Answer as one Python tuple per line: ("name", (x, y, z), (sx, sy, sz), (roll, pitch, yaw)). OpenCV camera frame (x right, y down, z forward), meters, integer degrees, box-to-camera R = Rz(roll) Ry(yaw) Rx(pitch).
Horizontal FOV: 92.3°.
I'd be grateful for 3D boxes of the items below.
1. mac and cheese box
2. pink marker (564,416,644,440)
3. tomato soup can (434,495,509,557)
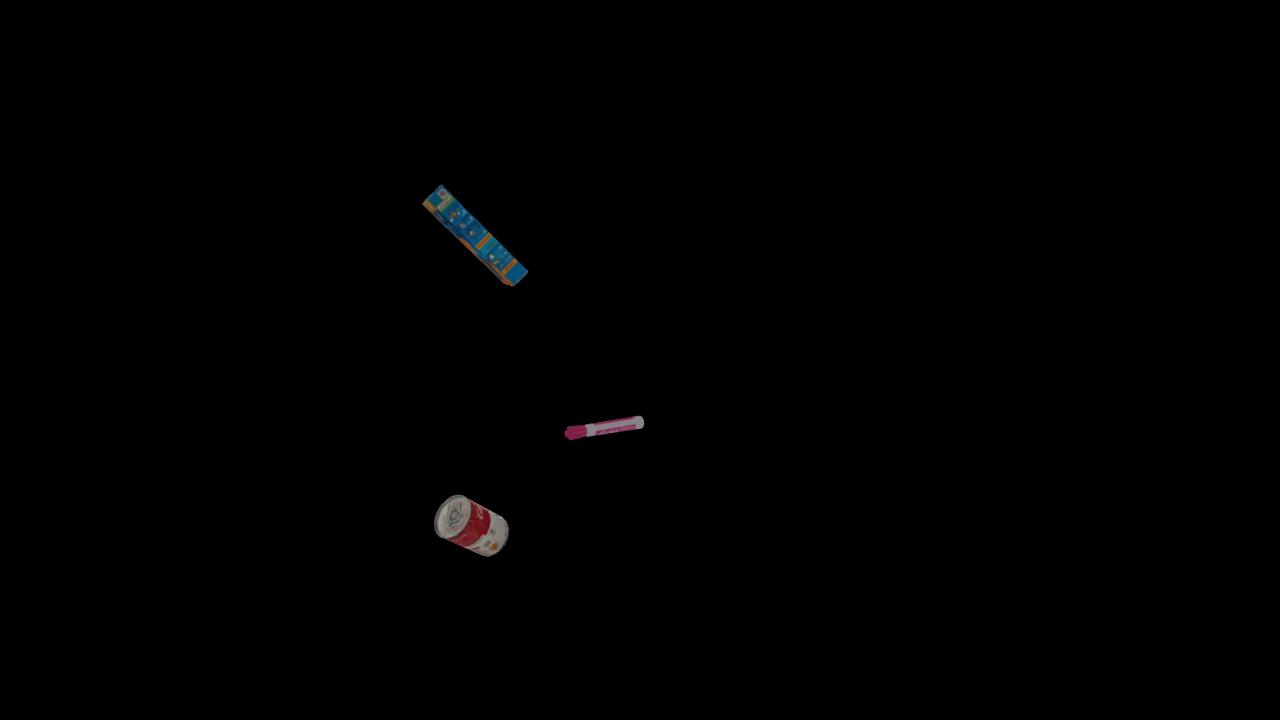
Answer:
("mac and cheese box", (-0.266, -0.198, 0.993), (0.184, 0.041, 0.093), (46, -11, -23))
("pink marker", (-0.049, 0.093, 0.848), (0.121, 0.020, 0.020), (-5, 3, -34))
("tomato soup can", (-0.256, 0.257, 0.946), (0.068, 0.068, 0.101), (0, -31, 30))
